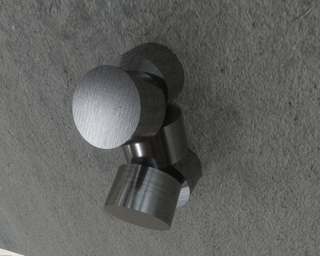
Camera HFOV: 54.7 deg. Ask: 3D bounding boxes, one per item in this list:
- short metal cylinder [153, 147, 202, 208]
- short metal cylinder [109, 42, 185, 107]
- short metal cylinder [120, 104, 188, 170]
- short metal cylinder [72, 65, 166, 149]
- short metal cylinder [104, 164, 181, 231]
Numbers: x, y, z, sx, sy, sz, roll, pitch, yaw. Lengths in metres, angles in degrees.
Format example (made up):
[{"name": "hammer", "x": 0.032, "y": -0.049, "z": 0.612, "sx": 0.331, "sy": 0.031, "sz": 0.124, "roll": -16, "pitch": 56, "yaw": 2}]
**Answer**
[{"name": "short metal cylinder", "x": 0.012, "y": 0.063, "z": 0.425, "sx": 0.080, "sy": 0.050, "sz": 0.079, "roll": 13, "pitch": 124, "yaw": 21}, {"name": "short metal cylinder", "x": -0.017, "y": -0.056, "z": 0.367, "sx": 0.080, "sy": 0.050, "sz": 0.079, "roll": 13, "pitch": 124, "yaw": 21}, {"name": "short metal cylinder", "x": -0.009, "y": 0.009, "z": 0.384, "sx": 0.080, "sy": 0.080, "sz": 0.050, "roll": 2, "pitch": 119, "yaw": 27}, {"name": "short metal cylinder", "x": -0.041, "y": -0.021, "z": 0.317, "sx": 0.080, "sy": 0.050, "sz": 0.079, "roll": 2, "pitch": 94, "yaw": 27}, {"name": "short metal cylinder", "x": -0.020, "y": 0.084, "z": 0.369, "sx": 0.080, "sy": 0.050, "sz": 0.080, "roll": 14, "pitch": 151, "yaw": 8}]
